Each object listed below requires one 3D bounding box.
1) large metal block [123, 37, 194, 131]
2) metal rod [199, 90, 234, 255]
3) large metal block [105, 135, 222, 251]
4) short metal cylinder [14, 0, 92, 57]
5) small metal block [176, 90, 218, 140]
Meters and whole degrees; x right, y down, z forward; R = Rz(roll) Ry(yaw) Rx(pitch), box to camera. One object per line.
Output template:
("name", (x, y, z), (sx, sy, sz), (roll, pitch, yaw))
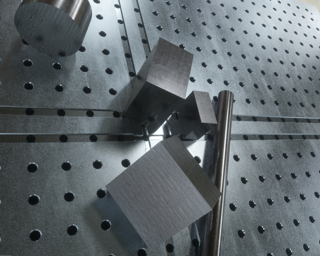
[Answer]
("large metal block", (-0.002, -0.056, 0.407), (0.050, 0.080, 0.080), (24, 53, -14))
("metal rod", (0.077, 0.065, 0.411), (0.025, 0.025, 0.300), (24, 53, -14))
("large metal block", (0.004, 0.066, 0.327), (0.080, 0.080, 0.050), (53, 20, 9))
("short metal cylinder", (-0.131, -0.136, 0.386), (0.081, 0.080, 0.050), (20, 54, -17))
("small metal block", (0.050, -0.017, 0.431), (0.025, 0.050, 0.050), (4, 60, -27))
